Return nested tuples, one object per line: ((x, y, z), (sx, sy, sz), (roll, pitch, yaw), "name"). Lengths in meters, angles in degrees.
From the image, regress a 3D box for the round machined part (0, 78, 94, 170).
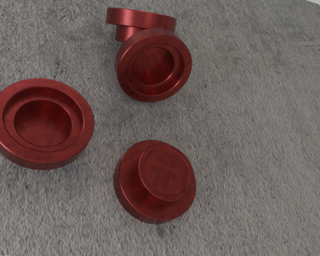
((-0.123, -0.001, 0.327), (0.099, 0.042, 0.098), (14, 56, -21), "round machined part")

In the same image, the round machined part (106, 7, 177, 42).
((-0.028, -0.141, 0.442), (0.099, 0.042, 0.098), (8, 16, -2), "round machined part")

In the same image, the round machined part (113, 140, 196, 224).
((0.000, 0.057, 0.358), (0.099, 0.042, 0.098), (14, 56, -21), "round machined part")

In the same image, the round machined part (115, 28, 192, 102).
((-0.011, -0.085, 0.408), (0.099, 0.097, 0.042), (6, 37, -26), "round machined part")
